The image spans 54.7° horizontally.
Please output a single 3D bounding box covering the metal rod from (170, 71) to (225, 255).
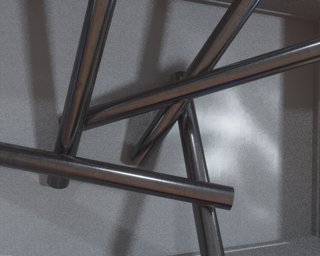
[{"bbox_3d":[0.046,0.064,0.361,0.025,0.025,0.299,2,64,-20],"label":"metal rod"}]

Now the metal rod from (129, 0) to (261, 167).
[{"bbox_3d":[0.052,-0.076,0.364,0.025,0.025,0.299,29,106,-18],"label":"metal rod"}]

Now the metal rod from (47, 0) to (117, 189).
[{"bbox_3d":[-0.074,-0.066,0.317,0.025,0.025,0.298,12,112,-20],"label":"metal rod"}]

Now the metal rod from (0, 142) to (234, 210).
[{"bbox_3d":[-0.073,0.046,0.330,0.302,0.025,0.025,11,86,0],"label":"metal rod"}]

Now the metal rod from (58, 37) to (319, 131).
[{"bbox_3d":[0.028,-0.043,0.348,0.301,0.025,0.025,-16,97,9],"label":"metal rod"}]
